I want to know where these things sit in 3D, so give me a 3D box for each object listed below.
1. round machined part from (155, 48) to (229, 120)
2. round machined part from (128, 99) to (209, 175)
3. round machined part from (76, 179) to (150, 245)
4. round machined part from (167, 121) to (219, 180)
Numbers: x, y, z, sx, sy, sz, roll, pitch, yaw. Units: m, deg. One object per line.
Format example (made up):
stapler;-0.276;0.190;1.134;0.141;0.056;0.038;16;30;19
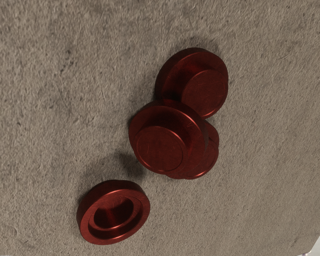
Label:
round machined part;0.047;-0.048;0.393;0.099;0.042;0.097;-14;125;-21
round machined part;0.006;0.018;0.376;0.098;0.042;0.097;10;122;16
round machined part;-0.067;0.111;0.430;0.099;0.042;0.097;-14;125;-21
round machined part;0.044;0.035;0.444;0.099;0.042;0.097;-14;125;-21
